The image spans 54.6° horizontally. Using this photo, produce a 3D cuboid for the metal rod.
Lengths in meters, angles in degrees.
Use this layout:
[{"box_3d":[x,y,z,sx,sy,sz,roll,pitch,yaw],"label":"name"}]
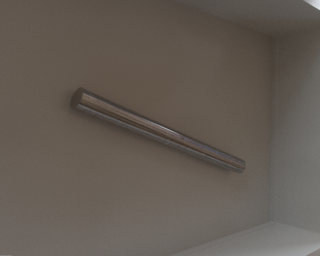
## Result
[{"box_3d":[0.021,0.016,0.421,0.302,0.025,0.025,23,75,-37],"label":"metal rod"}]
